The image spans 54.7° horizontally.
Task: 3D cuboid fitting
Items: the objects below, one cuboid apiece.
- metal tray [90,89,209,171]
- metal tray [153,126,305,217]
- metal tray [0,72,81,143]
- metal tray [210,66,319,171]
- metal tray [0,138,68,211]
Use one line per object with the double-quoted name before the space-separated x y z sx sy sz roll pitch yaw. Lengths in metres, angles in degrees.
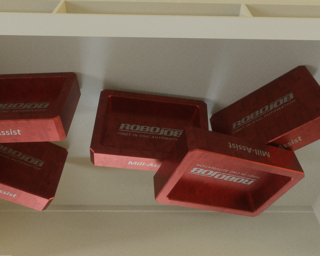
"metal tray" -0.010 0.004 0.366 0.131 0.090 0.030 6 144 -6
"metal tray" 0.069 0.051 0.326 0.131 0.030 0.089 13 132 -19
"metal tray" -0.163 -0.024 0.342 0.131 0.090 0.030 -2 130 1
"metal tray" 0.126 -0.008 0.361 0.130 0.090 0.030 -31 124 23
"metal tray" -0.195 0.044 0.400 0.131 0.090 0.030 26 125 -21
